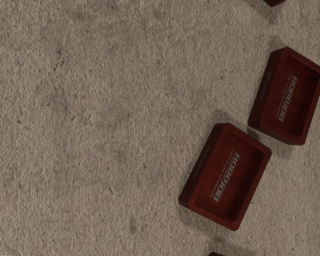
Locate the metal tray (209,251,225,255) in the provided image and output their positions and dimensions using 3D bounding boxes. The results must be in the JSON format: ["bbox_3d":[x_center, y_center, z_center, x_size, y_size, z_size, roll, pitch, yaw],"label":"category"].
[{"bbox_3d":[0.092,0.255,0.442,0.090,0.030,0.130,26,81,-19],"label":"metal tray"}]

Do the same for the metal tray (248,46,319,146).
[{"bbox_3d":[0.199,-0.048,0.481,0.091,0.030,0.130,23,82,-19],"label":"metal tray"}]

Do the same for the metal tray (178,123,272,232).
[{"bbox_3d":[0.095,0.068,0.442,0.090,0.030,0.130,31,80,-18],"label":"metal tray"}]

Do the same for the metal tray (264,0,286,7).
[{"bbox_3d":[0.180,-0.266,0.473,0.090,0.030,0.130,33,79,-17],"label":"metal tray"}]
